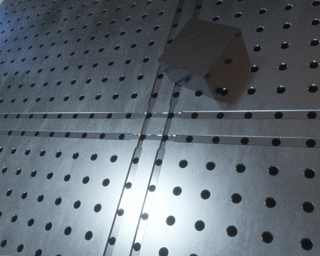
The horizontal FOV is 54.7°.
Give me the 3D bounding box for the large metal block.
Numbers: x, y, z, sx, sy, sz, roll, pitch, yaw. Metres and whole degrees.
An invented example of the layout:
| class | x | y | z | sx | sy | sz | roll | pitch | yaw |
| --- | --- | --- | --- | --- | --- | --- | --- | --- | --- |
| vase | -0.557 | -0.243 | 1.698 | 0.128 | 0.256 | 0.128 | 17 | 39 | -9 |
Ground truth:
| class | x | y | z | sx | sy | sz | roll | pitch | yaw |
| --- | --- | --- | --- | --- | --- | --- | --- | --- | --- |
| large metal block | 0.058 | -0.096 | 0.419 | 0.080 | 0.050 | 0.080 | 29 | 78 | 37 |
